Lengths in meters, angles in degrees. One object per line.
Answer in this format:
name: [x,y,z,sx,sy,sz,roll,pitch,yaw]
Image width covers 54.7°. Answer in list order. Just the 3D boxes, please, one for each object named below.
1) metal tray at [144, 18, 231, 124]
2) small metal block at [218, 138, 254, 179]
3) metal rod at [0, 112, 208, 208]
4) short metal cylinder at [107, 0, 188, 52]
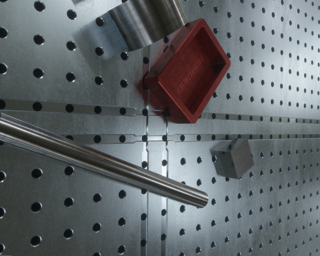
metal tray: [0.044,-0.081,0.445,0.090,0.030,0.130,49,61,-29]
small metal block: [0.129,0.050,0.521,0.050,0.025,0.050,-30,109,-36]
metal rod: [-0.044,0.052,0.373,0.301,0.025,0.025,27,73,-37]
short metal cylinder: [-0.014,-0.131,0.363,0.080,0.080,0.050,-43,116,-32]
